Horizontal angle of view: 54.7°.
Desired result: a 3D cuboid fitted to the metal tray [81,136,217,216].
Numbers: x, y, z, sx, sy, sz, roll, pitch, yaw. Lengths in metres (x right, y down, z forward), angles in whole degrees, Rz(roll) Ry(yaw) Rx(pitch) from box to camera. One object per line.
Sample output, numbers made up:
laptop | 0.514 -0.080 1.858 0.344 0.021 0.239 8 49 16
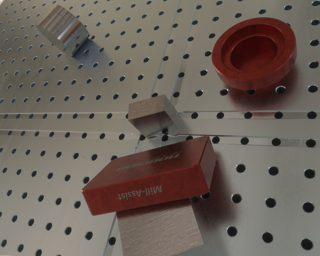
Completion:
metal tray | -0.008 0.050 0.342 0.130 0.030 0.090 -15 12 19

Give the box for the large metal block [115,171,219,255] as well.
large metal block | 0.005 0.101 0.327 0.080 0.050 0.080 -26 53 12

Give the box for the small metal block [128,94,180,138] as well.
small metal block | -0.007 -0.014 0.403 0.050 0.050 0.025 -14 56 20

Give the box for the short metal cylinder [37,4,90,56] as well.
short metal cylinder | -0.179 -0.180 0.574 0.080 0.080 0.050 30 78 37

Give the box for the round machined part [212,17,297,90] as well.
round machined part | 0.119 -0.087 0.388 0.098 0.042 0.098 -13 56 20
